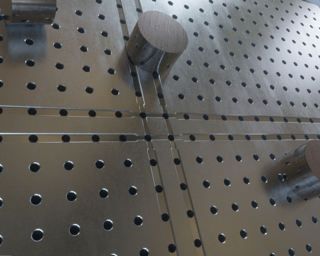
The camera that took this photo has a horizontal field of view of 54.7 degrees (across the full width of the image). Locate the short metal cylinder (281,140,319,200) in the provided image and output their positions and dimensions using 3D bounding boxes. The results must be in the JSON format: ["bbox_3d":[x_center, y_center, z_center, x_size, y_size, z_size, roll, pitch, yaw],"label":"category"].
[{"bbox_3d":[0.237,0.065,0.480,0.081,0.050,0.080,14,56,-21],"label":"short metal cylinder"}]

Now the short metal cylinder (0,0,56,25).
[{"bbox_3d":[-0.168,-0.170,0.386,0.050,0.080,0.080,-14,69,-34],"label":"short metal cylinder"}]

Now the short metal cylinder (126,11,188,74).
[{"bbox_3d":[-0.005,-0.129,0.468,0.081,0.050,0.080,14,56,-21],"label":"short metal cylinder"}]
